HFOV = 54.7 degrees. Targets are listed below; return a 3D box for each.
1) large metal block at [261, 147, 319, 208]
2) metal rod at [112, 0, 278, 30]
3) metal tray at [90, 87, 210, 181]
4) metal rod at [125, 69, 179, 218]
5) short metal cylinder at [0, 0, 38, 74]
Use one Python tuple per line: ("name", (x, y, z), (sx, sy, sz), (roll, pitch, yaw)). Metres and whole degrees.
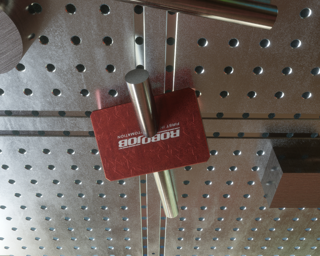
("large metal block", (0.206, 0.075, 0.462), (0.081, 0.050, 0.079), (0, 130, -1))
("metal rod", (-0.034, -0.134, 0.296), (0.302, 0.025, 0.025), (8, 130, -8))
("metal tray", (-0.011, 0.008, 0.384), (0.131, 0.030, 0.089), (-13, 93, 10))
("metal rod", (-0.002, 0.046, 0.425), (0.025, 0.025, 0.299), (-7, 138, 5))
("short metal cylinder", (-0.170, -0.100, 0.307), (0.081, 0.050, 0.079), (-1, 130, 0))
